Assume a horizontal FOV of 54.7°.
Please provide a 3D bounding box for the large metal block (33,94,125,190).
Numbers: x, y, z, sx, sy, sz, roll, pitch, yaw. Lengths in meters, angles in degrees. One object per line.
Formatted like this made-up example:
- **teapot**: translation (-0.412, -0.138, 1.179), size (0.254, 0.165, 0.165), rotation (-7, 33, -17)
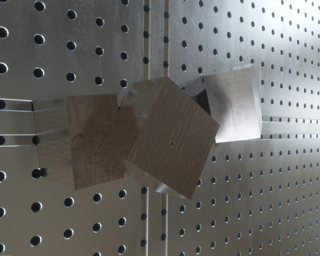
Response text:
- **large metal block**: translation (-0.082, 0.010, 0.305), size (0.050, 0.080, 0.079), rotation (-8, 96, -40)

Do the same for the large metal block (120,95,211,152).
- **large metal block**: translation (0.004, -0.005, 0.378), size (0.080, 0.080, 0.050), rotation (24, 75, -38)

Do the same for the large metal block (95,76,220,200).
- **large metal block**: translation (0.001, 0.011, 0.290), size (0.080, 0.050, 0.080), rotation (38, 67, -33)

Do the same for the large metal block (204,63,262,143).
- **large metal block**: translation (0.094, -0.034, 0.385), size (0.080, 0.050, 0.079), rotation (-37, 117, -66)

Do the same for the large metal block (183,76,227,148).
- **large metal block**: translation (0.072, -0.027, 0.455), size (0.080, 0.050, 0.080), rotation (-37, 113, -34)
